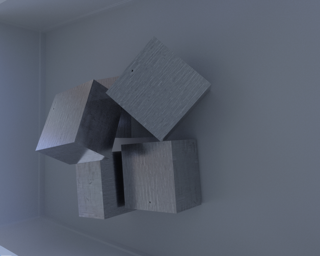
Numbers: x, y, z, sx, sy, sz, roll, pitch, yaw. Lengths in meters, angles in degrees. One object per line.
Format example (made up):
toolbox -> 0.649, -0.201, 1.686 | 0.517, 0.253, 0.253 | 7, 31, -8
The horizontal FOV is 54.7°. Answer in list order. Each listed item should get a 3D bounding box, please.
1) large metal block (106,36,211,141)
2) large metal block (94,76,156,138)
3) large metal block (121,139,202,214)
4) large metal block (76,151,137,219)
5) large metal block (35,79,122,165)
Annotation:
large metal block -> 0.001, -0.042, 0.353 | 0.080, 0.050, 0.080 | 42, 95, 6
large metal block -> -0.051, -0.027, 0.428 | 0.080, 0.050, 0.079 | -1, 89, 39
large metal block -> 0.001, 0.057, 0.383 | 0.080, 0.050, 0.080 | -7, 86, 39
large metal block -> -0.063, 0.072, 0.419 | 0.050, 0.081, 0.080 | -8, 85, 39
large metal block -> -0.098, -0.004, 0.382 | 0.080, 0.050, 0.080 | -12, 57, 39
